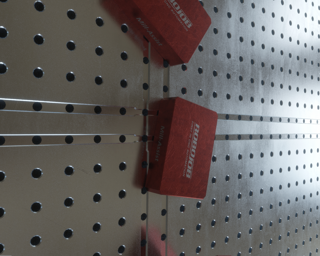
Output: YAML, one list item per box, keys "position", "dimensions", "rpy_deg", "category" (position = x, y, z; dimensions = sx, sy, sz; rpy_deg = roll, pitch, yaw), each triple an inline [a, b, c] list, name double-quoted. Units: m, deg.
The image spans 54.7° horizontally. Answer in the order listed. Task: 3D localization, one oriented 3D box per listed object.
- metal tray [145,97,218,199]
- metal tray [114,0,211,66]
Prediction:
- position: [0.034, 0.030, 0.436]
  dimensions: [0.091, 0.030, 0.129]
  rpy_deg: [17, 79, -39]
  category: "metal tray"
- position: [0.008, -0.159, 0.414]
  dimensions: [0.130, 0.030, 0.090]
  rpy_deg: [44, 63, -31]
  category: "metal tray"
